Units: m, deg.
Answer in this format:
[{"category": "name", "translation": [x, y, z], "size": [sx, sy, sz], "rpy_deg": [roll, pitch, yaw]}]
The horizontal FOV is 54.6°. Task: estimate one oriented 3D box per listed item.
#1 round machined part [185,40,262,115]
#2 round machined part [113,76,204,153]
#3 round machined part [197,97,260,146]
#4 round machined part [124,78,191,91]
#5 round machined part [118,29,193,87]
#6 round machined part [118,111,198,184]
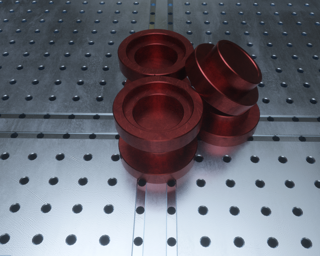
[{"category": "round machined part", "translation": [0.082, -0.066, 0.371], "size": [0.099, 0.042, 0.098], "rpy_deg": [22, 45, -24]}, {"category": "round machined part", "translation": [-0.002, -0.011, 0.351], "size": [0.099, 0.042, 0.098], "rpy_deg": [0, 50, 0]}, {"category": "round machined part", "translation": [0.086, -0.026, 0.420], "size": [0.099, 0.042, 0.098], "rpy_deg": [0, 50, 0]}, {"category": "round machined part", "translation": [-0.003, -0.059, 0.448], "size": [0.099, 0.042, 0.098], "rpy_deg": [0, 50, 0]}, {"category": "round machined part", "translation": [-0.005, -0.087, 0.415], "size": [0.099, 0.042, 0.098], "rpy_deg": [0, 50, 0]}, {"category": "round machined part", "translation": [-0.003, 0.016, 0.384], "size": [0.099, 0.042, 0.098], "rpy_deg": [0, 50, 0]}]
